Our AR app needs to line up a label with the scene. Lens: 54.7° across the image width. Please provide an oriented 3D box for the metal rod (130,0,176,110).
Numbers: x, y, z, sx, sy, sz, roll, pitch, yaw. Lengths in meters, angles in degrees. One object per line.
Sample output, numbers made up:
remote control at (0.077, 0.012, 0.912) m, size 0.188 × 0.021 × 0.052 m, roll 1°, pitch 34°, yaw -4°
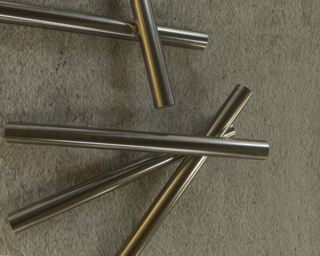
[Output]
metal rod at (-0.027, -0.170, 0.377) m, size 0.025 × 0.025 × 0.298 m, roll -12°, pitch 86°, yaw -20°

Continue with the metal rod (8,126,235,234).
metal rod at (-0.033, 0.055, 0.396) m, size 0.302 × 0.025 × 0.025 m, roll -22°, pitch 98°, yaw -19°

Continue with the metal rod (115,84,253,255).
metal rod at (0.024, 0.070, 0.397) m, size 0.025 × 0.025 × 0.300 m, roll 37°, pitch 85°, yaw -16°

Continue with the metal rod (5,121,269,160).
metal rod at (-0.020, 0.016, 0.366) m, size 0.302 × 0.025 × 0.025 m, roll 4°, pitch 89°, yaw -7°

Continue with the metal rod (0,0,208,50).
metal rod at (-0.081, -0.126, 0.378) m, size 0.302 × 0.025 × 0.025 m, roll 2°, pitch 90°, yaw -20°
